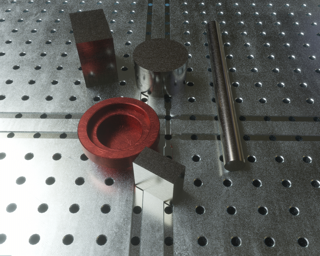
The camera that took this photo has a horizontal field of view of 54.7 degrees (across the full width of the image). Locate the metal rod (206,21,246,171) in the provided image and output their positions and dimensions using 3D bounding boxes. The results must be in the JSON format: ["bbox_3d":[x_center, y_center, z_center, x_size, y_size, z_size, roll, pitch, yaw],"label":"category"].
[{"bbox_3d":[0.093,-0.069,0.466,0.025,0.025,0.300,1,50,0],"label":"metal rod"}]

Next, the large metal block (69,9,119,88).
[{"bbox_3d":[-0.100,-0.122,0.473,0.050,0.080,0.080,-13,51,-11],"label":"large metal block"}]

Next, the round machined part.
[{"bbox_3d":[-0.049,0.010,0.388,0.099,0.042,0.098,0,50,0],"label":"round machined part"}]

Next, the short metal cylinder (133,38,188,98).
[{"bbox_3d":[0.001,-0.091,0.468,0.081,0.050,0.080,0,50,0],"label":"short metal cylinder"}]

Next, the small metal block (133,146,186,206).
[{"bbox_3d":[-0.001,0.054,0.346,0.050,0.050,0.025,26,55,19],"label":"small metal block"}]
